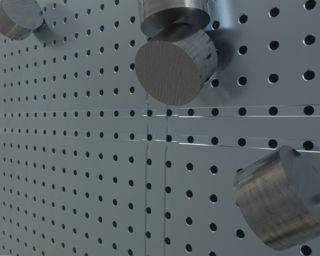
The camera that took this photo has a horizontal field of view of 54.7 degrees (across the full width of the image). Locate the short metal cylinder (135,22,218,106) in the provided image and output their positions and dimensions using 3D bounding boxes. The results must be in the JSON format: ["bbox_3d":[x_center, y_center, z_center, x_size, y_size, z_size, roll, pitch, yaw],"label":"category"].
[{"bbox_3d":[0.019,-0.072,0.353,0.080,0.050,0.079,20,136,21],"label":"short metal cylinder"}]

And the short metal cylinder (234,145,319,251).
[{"bbox_3d":[0.113,0.062,0.280,0.050,0.081,0.080,-41,66,33],"label":"short metal cylinder"}]

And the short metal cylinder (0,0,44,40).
[{"bbox_3d":[-0.277,-0.219,0.603,0.050,0.081,0.080,-20,78,38],"label":"short metal cylinder"}]

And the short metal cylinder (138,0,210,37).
[{"bbox_3d":[0.015,-0.143,0.360,0.080,0.081,0.050,-12,81,39],"label":"short metal cylinder"}]
